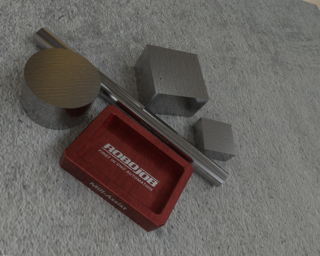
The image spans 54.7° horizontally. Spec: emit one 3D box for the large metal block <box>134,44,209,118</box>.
[{"bbox_3d":[0.014,-0.064,0.437,0.081,0.050,0.080,4,60,-27],"label":"large metal block"}]

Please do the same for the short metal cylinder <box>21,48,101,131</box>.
[{"bbox_3d":[-0.114,-0.044,0.355,0.081,0.050,0.080,14,56,-21],"label":"short metal cylinder"}]

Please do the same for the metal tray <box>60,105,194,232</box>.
[{"bbox_3d":[-0.035,0.044,0.358,0.130,0.030,0.090,38,51,-3],"label":"metal tray"}]

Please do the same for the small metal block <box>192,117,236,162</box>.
[{"bbox_3d":[0.076,0.017,0.438,0.050,0.025,0.050,12,57,-22],"label":"small metal block"}]

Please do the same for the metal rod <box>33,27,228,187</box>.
[{"bbox_3d":[-0.036,-0.025,0.402,0.300,0.025,0.025,39,51,-3],"label":"metal rod"}]
